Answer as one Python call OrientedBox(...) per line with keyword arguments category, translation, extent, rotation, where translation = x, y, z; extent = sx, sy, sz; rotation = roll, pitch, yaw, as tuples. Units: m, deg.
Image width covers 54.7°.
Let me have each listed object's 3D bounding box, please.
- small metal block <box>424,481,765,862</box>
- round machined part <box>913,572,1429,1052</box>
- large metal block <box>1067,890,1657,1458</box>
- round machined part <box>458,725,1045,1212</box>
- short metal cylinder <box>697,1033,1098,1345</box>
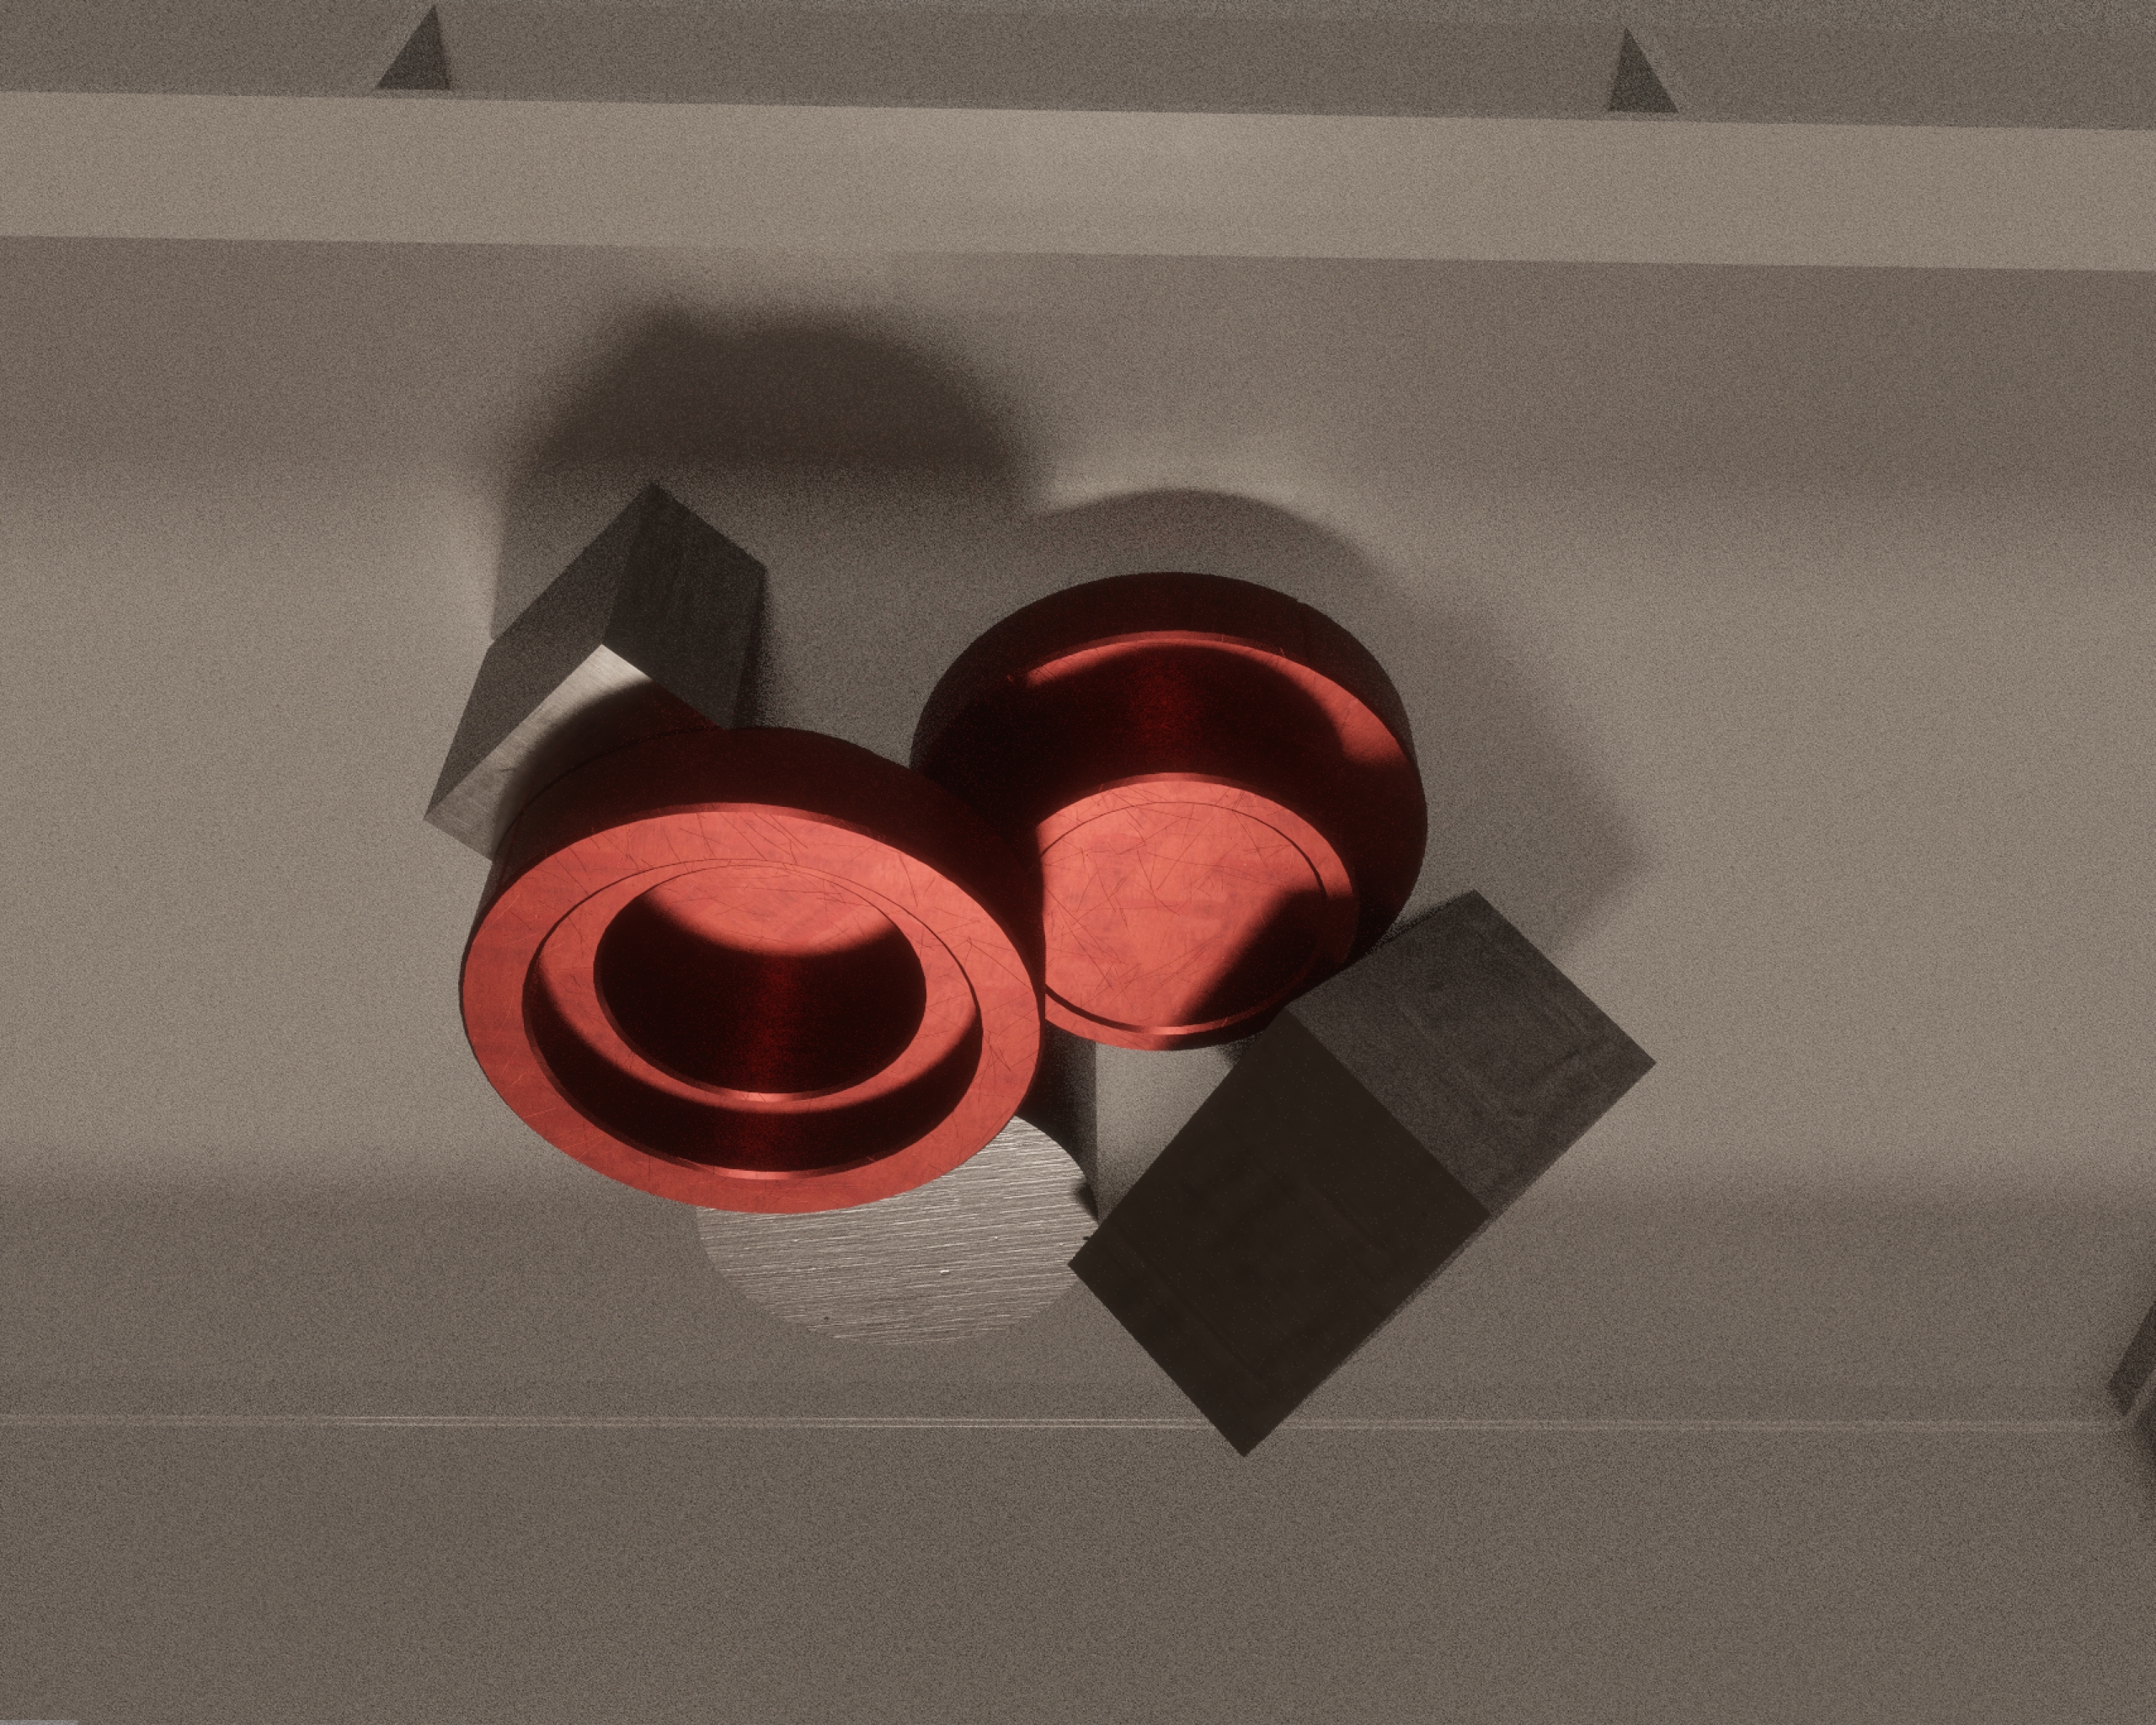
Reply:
OrientedBox(category="small metal block", translation=(-0.083, -0.030, 0.363), extent=(0.025, 0.050, 0.050), rotation=(37, 121, -27))
OrientedBox(category="round machined part", translation=(0.017, -0.002, 0.392), extent=(0.099, 0.042, 0.097), rotation=(-1, 130, 0))
OrientedBox(category="large metal block", translation=(0.057, 0.060, 0.414), extent=(0.050, 0.081, 0.080), rotation=(46, 125, 15))
OrientedBox(category="round machined part", translation=(-0.055, 0.015, 0.369), extent=(0.099, 0.042, 0.097), rotation=(-1, 130, 0))
OrientedBox(category="short metal cylinder", translation=(-0.036, 0.057, 0.438), extent=(0.081, 0.050, 0.079), rotation=(0, 130, 0))
